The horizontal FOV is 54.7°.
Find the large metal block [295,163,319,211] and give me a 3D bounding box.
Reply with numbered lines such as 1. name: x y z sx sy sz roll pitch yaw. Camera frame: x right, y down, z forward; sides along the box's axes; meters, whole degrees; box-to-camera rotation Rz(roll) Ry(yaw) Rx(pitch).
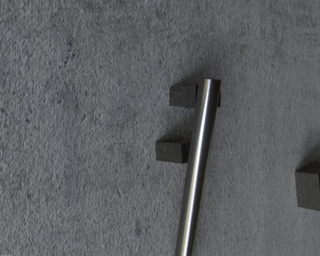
1. large metal block: 0.343 0.127 0.681 0.081 0.050 0.079 -12 98 -40

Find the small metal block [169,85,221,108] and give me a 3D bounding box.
1. small metal block: 0.049 -0.042 0.431 0.050 0.050 0.025 3 88 -40

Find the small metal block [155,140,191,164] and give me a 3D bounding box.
1. small metal block: 0.030 0.030 0.416 0.050 0.050 0.025 -4 93 -40

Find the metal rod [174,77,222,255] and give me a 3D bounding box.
1. metal rod: 0.042 0.086 0.391 0.025 0.025 0.298 -7 110 -40
